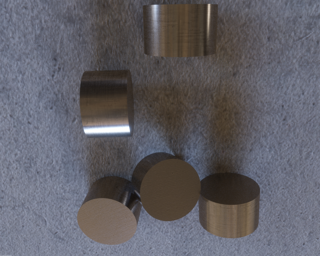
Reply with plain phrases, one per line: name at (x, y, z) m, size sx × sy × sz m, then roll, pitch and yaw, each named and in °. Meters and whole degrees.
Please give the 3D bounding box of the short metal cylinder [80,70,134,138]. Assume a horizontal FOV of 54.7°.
short metal cylinder at (-0.060, -0.029, 0.369) m, size 0.050 × 0.080 × 0.079 m, roll -2°, pitch 110°, yaw 0°

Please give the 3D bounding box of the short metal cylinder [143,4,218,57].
short metal cylinder at (0.022, -0.109, 0.341) m, size 0.081 × 0.080 × 0.050 m, roll -1°, pitch 110°, yaw 0°

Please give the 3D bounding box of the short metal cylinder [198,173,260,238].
short metal cylinder at (0.093, 0.102, 0.419) m, size 0.081 × 0.080 × 0.050 m, roll -4°, pitch 110°, yaw 1°

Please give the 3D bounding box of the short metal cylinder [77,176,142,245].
short metal cylinder at (-0.068, 0.115, 0.432) m, size 0.080 × 0.050 × 0.079 m, roll 2°, pitch 115°, yaw 5°

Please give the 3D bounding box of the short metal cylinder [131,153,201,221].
short metal cylinder at (0.007, 0.076, 0.411) m, size 0.081 × 0.050 × 0.079 m, roll -2°, pitch 96°, yaw -17°
